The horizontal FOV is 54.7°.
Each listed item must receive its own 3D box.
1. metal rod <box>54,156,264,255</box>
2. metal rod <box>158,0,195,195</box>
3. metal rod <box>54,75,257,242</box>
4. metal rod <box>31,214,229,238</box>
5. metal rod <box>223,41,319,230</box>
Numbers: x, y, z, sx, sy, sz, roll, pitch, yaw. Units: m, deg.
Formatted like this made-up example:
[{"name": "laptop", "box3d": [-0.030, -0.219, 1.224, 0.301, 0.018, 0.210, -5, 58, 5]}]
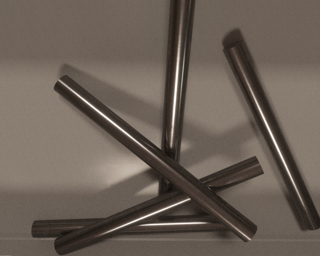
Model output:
[{"name": "metal rod", "box3d": [-0.008, 0.108, 0.419, 0.301, 0.025, 0.025, -24, 109, 9]}, {"name": "metal rod", "box3d": [0.016, -0.013, 0.377, 0.025, 0.025, 0.298, 2, 121, -1]}, {"name": "metal rod", "box3d": [-0.007, 0.036, 0.384, 0.300, 0.025, 0.025, 38, 106, 2]}, {"name": "metal rod", "box3d": [-0.037, 0.146, 0.464, 0.302, 0.025, 0.025, -2, 110, 0]}, {"name": "metal rod", "box3d": [0.160, 0.023, 0.421, 0.025, 0.025, 0.299, -27, 108, 9]}]
